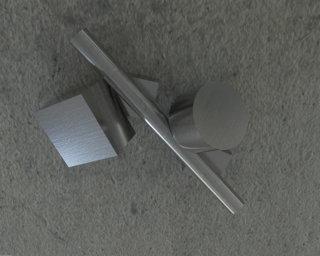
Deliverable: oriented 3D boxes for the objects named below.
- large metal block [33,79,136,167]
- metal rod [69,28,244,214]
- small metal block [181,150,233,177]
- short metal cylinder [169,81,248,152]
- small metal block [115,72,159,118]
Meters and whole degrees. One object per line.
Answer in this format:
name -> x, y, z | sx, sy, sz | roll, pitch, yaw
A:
large metal block -> -0.090, -0.005, 0.377 | 0.080, 0.050, 0.080 | -15, 112, 30
metal rod -> 0.007, 0.002, 0.385 | 0.025, 0.025, 0.300 | -39, 106, 13
small metal block -> 0.064, 0.044, 0.429 | 0.050, 0.025, 0.050 | 23, 108, -9
short metal cylinder -> 0.058, -0.011, 0.373 | 0.081, 0.050, 0.080 | 5, 80, -29
small metal block -> -0.031, -0.042, 0.396 | 0.050, 0.025, 0.050 | 11, 110, -5
